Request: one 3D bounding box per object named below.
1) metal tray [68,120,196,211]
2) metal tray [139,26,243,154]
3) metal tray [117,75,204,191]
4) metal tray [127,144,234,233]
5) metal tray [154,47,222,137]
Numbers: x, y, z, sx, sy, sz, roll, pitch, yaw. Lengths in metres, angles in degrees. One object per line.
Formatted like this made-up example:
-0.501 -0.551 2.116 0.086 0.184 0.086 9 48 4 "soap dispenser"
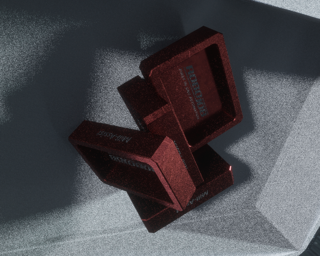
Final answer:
-0.033 0.040 0.349 0.030 0.130 0.090 -54 136 -30 "metal tray"
0.042 -0.040 0.364 0.090 0.030 0.130 -32 128 -8 "metal tray"
0.002 0.010 0.372 0.030 0.090 0.130 -32 129 -8 "metal tray"
0.021 0.071 0.422 0.131 0.090 0.030 -29 129 -11 "metal tray"
0.050 -0.041 0.409 0.090 0.030 0.129 -29 128 -8 "metal tray"
